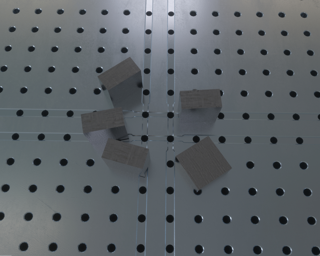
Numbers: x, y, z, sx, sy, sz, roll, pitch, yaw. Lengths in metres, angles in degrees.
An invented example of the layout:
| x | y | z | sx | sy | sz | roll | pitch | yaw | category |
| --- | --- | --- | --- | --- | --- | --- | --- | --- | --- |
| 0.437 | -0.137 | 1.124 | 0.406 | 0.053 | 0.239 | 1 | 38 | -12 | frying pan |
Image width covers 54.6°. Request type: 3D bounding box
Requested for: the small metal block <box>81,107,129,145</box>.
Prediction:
| x | y | z | sx | sy | sz | roll | pitch | yaw | category |
| --- | --- | --- | --- | --- | --- | --- | --- | --- | --- |
| -0.069 | -0.001 | 0.399 | 0.050 | 0.050 | 0.025 | -11 | 71 | -4 | small metal block |

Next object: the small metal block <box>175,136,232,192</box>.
| x | y | z | sx | sy | sz | roll | pitch | yaw | category |
| --- | --- | --- | --- | --- | --- | --- | --- | --- | --- |
| 0.054 | 0.046 | 0.395 | 0.050 | 0.025 | 0.050 | -31 | 73 | -11 | small metal block |

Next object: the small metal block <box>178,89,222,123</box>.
| x | y | z | sx | sy | sz | roll | pitch | yaw | category |
| --- | --- | --- | --- | --- | --- | --- | --- | --- | --- |
| 0.051 | -0.028 | 0.409 | 0.050 | 0.050 | 0.025 | -3 | 70 | -1 | small metal block |

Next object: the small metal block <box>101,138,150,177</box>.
| x | y | z | sx | sy | sz | roll | pitch | yaw | category |
| --- | --- | --- | --- | --- | --- | --- | --- | --- | --- |
| -0.040 | 0.038 | 0.385 | 0.050 | 0.050 | 0.025 | 15 | 71 | 5 | small metal block |

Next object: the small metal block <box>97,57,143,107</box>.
| x | y | z | sx | sy | sz | roll | pitch | yaw | category |
| --- | --- | --- | --- | --- | --- | --- | --- | --- | --- |
| -0.052 | -0.062 | 0.421 | 0.050 | 0.050 | 0.025 | -34 | 74 | -11 | small metal block |
